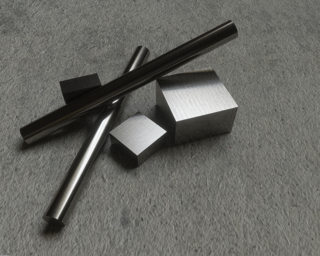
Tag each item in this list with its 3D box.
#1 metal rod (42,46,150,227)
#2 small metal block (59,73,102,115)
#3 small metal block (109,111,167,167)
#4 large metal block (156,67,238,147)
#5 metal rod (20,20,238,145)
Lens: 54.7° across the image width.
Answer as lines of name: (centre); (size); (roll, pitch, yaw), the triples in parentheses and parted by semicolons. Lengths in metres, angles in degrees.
metal rod: (-0.069, -0.014, 0.413); (0.025, 0.025, 0.300); (12, 51, 10)
small metal block: (-0.104, -0.042, 0.421); (0.050, 0.050, 0.025); (-16, 52, -13)
small metal block: (-0.027, 0.013, 0.392); (0.050, 0.025, 0.050); (36, 59, 26)
large metal block: (0.045, -0.030, 0.413); (0.081, 0.050, 0.080); (-14, 52, -12)
metal rod: (-0.037, -0.060, 0.400); (0.301, 0.025, 0.025); (-28, 54, -2)
